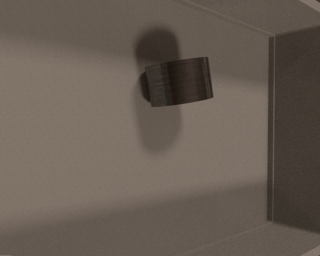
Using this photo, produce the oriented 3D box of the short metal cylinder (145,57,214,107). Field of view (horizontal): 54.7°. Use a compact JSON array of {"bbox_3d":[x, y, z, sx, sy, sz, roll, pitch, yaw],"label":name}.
[{"bbox_3d":[0.024,-0.058,0.393,0.081,0.080,0.050,-16,101,-39],"label":"short metal cylinder"}]
